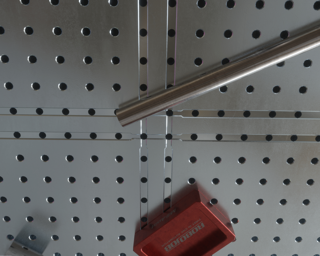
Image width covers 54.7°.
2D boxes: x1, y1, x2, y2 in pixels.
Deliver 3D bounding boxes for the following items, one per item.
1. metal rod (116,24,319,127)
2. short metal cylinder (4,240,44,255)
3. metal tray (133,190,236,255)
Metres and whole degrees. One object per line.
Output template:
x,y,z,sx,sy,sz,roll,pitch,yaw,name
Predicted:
0.086,-0.069,0.388,0.301,0.025,0.025,-22,109,7,metal rod
-0.220,0.217,0.462,0.050,0.080,0.080,34,107,-12,short metal cylinder
0.035,0.166,0.472,0.130,0.030,0.090,-40,106,13,metal tray
